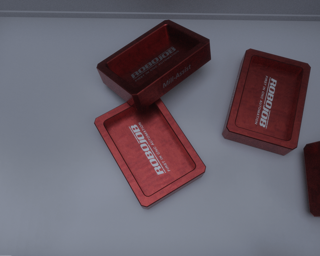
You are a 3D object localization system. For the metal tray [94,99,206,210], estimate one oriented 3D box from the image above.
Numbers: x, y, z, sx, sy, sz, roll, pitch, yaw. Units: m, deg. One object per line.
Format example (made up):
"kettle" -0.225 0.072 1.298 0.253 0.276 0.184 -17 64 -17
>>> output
"metal tray" -0.014 0.025 0.397 0.090 0.030 0.130 -29 73 -10

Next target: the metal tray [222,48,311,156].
"metal tray" 0.145 -0.037 0.421 0.090 0.030 0.130 17 71 6

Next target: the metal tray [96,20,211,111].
"metal tray" -0.007 -0.089 0.418 0.131 0.030 0.090 -38 53 -17

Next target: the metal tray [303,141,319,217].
"metal tray" 0.228 0.050 0.339 0.030 0.130 0.090 15 67 -28
